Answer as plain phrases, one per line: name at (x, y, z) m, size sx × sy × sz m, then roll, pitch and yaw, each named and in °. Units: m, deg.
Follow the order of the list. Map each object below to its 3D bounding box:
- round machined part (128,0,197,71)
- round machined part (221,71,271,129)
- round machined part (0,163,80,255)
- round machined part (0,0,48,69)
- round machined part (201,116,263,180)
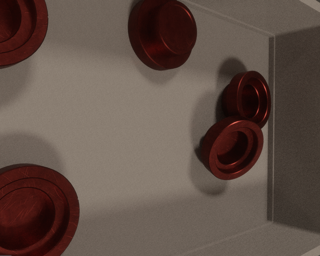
round machined part at (0.011, -0.127, 0.406) m, size 0.099 × 0.042 × 0.097 m, roll 0°, pitch 90°, yaw -40°
round machined part at (0.140, -0.044, 0.515) m, size 0.099 × 0.042 × 0.097 m, roll 1°, pitch 89°, yaw -41°
round machined part at (-0.130, 0.082, 0.288) m, size 0.099 × 0.042 × 0.097 m, roll 0°, pitch 90°, yaw -40°
round machined part at (-0.153, -0.099, 0.268) m, size 0.099 × 0.042 × 0.097 m, roll 0°, pitch 90°, yaw -40°
round machined part at (0.104, 0.026, 0.470) m, size 0.099 × 0.042 × 0.097 m, roll -11°, pitch 116°, yaw -22°
